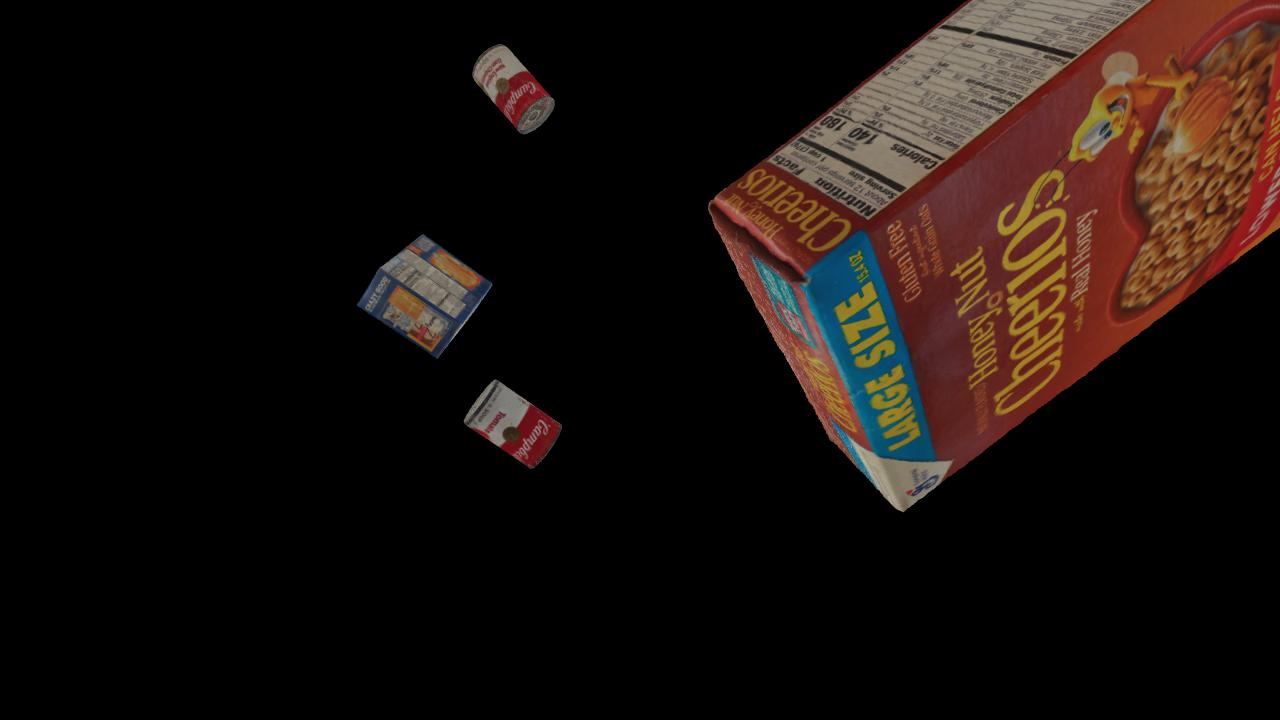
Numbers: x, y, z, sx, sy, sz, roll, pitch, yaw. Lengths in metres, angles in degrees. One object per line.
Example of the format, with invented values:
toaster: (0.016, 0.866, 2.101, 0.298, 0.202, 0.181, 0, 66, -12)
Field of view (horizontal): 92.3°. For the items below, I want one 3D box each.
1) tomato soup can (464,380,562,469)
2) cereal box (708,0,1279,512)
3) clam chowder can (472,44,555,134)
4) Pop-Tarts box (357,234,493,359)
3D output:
tomato soup can: (-0.156, 0.078, 0.758, 0.101, 0.068, 0.068, 38, -11, -14)
cereal box: (0.201, -0.079, 0.286, 0.203, 0.306, 0.081, 51, 1, -44)
clam chowder can: (-0.179, -0.383, 0.870, 0.068, 0.102, 0.068, -41, -1, -1)
Pop-Tarts box: (-0.334, -0.104, 0.977, 0.141, 0.083, 0.167, 36, 25, -15)
